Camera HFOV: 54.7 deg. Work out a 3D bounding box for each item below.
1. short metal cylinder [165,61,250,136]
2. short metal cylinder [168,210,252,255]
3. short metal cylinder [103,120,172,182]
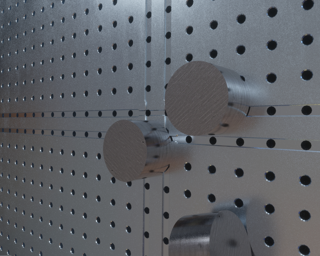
[{"bbox_3d":[0.052,-0.032,0.349,0.080,0.050,0.079,0,90,39],"label":"short metal cylinder"},{"bbox_3d":[0.054,0.131,0.327,0.050,0.081,0.080,-21,77,38],"label":"short metal cylinder"},{"bbox_3d":[-0.031,0.029,0.416,0.080,0.050,0.079,0,90,39],"label":"short metal cylinder"}]
